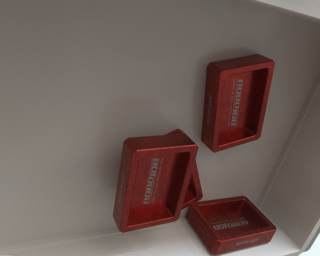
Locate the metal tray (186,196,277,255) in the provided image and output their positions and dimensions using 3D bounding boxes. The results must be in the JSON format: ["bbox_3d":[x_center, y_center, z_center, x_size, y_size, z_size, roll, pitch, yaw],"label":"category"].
[{"bbox_3d":[0.123,0.164,0.537,0.131,0.090,0.030,1,118,-29],"label":"metal tray"}]

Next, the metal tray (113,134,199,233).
[{"bbox_3d":[-0.008,0.073,0.407,0.091,0.030,0.129,-3,120,-27],"label":"metal tray"}]

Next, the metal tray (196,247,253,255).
[{"bbox_3d":[0.125,0.274,0.649,0.130,0.030,0.090,-42,130,0],"label":"metal tray"}]

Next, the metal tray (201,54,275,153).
[{"bbox_3d":[0.110,-0.034,0.446,0.091,0.030,0.129,-14,125,-21],"label":"metal tray"}]

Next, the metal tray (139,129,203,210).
[{"bbox_3d":[0.010,0.074,0.458,0.091,0.030,0.129,-25,128,-13],"label":"metal tray"}]
